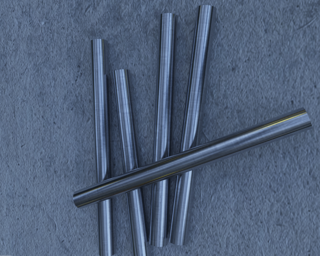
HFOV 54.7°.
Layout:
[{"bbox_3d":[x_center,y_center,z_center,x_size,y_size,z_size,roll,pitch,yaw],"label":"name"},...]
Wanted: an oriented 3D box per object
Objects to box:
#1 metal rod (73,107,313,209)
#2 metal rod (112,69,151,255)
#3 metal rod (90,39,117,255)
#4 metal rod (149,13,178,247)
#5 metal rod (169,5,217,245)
[{"bbox_3d":[0.023,0.043,0.372,0.300,0.025,0.025,-22,83,18],"label":"metal rod"},{"bbox_3d":[-0.036,0.070,0.421,0.025,0.025,0.298,-7,88,20],"label":"metal rod"},{"bbox_3d":[-0.080,0.026,0.437,0.025,0.025,0.298,-3,89,20],"label":"metal rod"},{"bbox_3d":[0.005,0.003,0.407,0.025,0.025,0.298,3,91,20],"label":"metal rod"},{"bbox_3d":[0.041,-0.002,0.394,0.025,0.025,0.298,8,93,20],"label":"metal rod"}]
